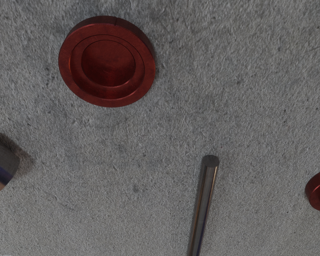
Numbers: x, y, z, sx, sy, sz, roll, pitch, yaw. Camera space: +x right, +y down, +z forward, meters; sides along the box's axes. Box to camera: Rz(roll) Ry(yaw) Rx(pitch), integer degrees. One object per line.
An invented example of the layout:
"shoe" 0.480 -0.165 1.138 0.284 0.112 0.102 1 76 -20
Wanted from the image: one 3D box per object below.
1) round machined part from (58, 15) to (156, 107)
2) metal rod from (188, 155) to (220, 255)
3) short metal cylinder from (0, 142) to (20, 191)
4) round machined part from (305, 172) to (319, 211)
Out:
"round machined part" -0.054 -0.073 0.333 0.099 0.042 0.097 -1 130 0
"metal rod" 0.071 0.161 0.545 0.025 0.025 0.298 1 130 -1
"short metal cylinder" -0.238 0.053 0.413 0.080 0.080 0.050 -23 127 18
"round machined part" 0.289 0.106 0.491 0.099 0.042 0.097 -1 130 0
